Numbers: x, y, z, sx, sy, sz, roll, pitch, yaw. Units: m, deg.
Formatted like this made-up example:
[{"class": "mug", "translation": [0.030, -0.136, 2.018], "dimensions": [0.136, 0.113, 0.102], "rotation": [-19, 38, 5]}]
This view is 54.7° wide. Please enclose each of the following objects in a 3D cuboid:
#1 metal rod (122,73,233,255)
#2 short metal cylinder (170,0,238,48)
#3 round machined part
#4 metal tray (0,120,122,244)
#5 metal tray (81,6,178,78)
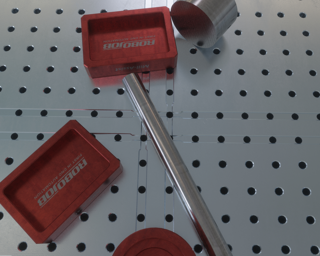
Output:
[{"class": "metal rod", "translation": [0.023, 0.057, 0.391], "dimensions": [0.025, 0.025, 0.299], "rotation": [-24, 72, -9]}, {"class": "short metal cylinder", "translation": [0.062, -0.162, 0.442], "dimensions": [0.080, 0.080, 0.050], "rotation": [37, 74, 12]}, {"class": "round machined part", "translation": [-0.006, 0.162, 0.343], "dimensions": [0.099, 0.042, 0.098], "rotation": [0, 70, 0]}, {"class": "metal tray", "translation": [-0.123, 0.064, 0.384], "dimensions": [0.090, 0.030, 0.130], "rotation": [41, 75, 13]}, {"class": "metal tray", "translation": [-0.045, -0.127, 0.455], "dimensions": [0.131, 0.030, 0.090], "rotation": [-7, 70, -3]}]
